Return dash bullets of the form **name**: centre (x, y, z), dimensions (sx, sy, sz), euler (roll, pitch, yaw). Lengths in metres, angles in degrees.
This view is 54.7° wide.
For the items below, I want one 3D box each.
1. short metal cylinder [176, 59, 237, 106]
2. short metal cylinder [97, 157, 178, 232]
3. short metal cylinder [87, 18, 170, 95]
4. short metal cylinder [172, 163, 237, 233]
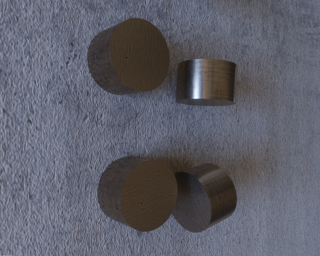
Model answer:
- **short metal cylinder**: centre (0.063, -0.059, 0.421), dimensions (0.081, 0.080, 0.050), euler (5, 87, -40)
- **short metal cylinder**: centre (-0.026, 0.076, 0.367), dimensions (0.081, 0.050, 0.080), euler (0, 90, -40)
- **short metal cylinder**: centre (-0.036, -0.080, 0.358), dimensions (0.081, 0.050, 0.080), euler (0, 90, -40)
- **short metal cylinder**: centre (0.054, 0.092, 0.414), dimensions (0.050, 0.080, 0.079), euler (-11, 97, -40)
